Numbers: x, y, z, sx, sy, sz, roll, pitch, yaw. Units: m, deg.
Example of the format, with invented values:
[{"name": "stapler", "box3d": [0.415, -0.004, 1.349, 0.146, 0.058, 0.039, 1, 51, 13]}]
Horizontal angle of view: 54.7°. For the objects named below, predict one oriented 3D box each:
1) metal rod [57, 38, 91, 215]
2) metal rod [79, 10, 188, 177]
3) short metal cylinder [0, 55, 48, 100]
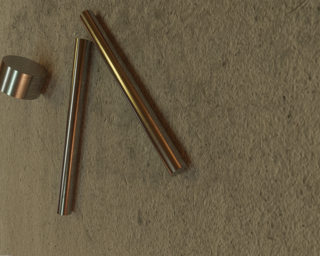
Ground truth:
[{"name": "metal rod", "box3d": [-0.147, 0.002, 0.525, 0.025, 0.025, 0.298, 14, 99, 39]}, {"name": "metal rod", "box3d": [-0.047, -0.064, 0.443, 0.025, 0.025, 0.299, -46, 63, 30]}, {"name": "short metal cylinder", "box3d": [-0.259, -0.095, 0.583, 0.080, 0.081, 0.050, 43, 116, 31]}]
